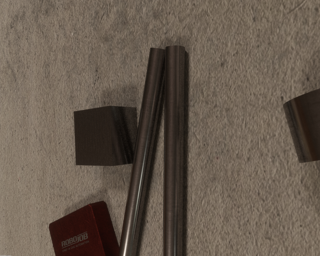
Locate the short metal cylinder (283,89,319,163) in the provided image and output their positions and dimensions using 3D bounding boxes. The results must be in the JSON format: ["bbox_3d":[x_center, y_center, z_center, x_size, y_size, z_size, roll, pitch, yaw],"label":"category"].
[{"bbox_3d":[0.147,-0.005,0.248,0.080,0.081,0.050,-19,78,38],"label":"short metal cylinder"}]

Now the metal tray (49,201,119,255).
[{"bbox_3d":[-0.126,0.181,0.503,0.130,0.030,0.090,-31,71,35],"label":"metal tray"}]

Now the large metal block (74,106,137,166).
[{"bbox_3d":[-0.079,0.013,0.451,0.080,0.050,0.080,-5,87,39],"label":"large metal block"}]

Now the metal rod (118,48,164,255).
[{"bbox_3d":[-0.024,0.044,0.422,0.025,0.025,0.298,15,100,38],"label":"metal rod"}]

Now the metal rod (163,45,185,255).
[{"bbox_3d":[0.017,0.049,0.388,0.025,0.025,0.298,1,91,39],"label":"metal rod"}]
